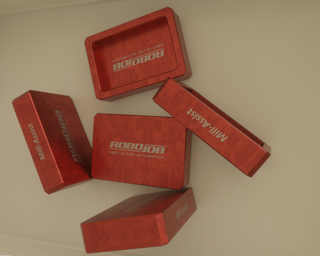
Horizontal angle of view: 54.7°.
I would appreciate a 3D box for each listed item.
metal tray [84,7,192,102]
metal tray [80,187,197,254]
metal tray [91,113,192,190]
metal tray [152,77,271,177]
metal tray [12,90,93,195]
[{"bbox_3d":[-0.031,-0.095,0.416,0.130,0.030,0.090,-14,85,19],"label":"metal tray"},{"bbox_3d":[-0.017,0.101,0.357,0.090,0.130,0.030,-13,86,19],"label":"metal tray"},{"bbox_3d":[-0.026,0.028,0.413,0.130,0.030,0.089,4,91,19],"label":"metal tray"},{"bbox_3d":[0.062,-0.004,0.351,0.130,0.090,0.030,40,103,15],"label":"metal tray"},{"bbox_3d":[-0.136,0.017,0.420,0.030,0.090,0.129,-26,82,17],"label":"metal tray"}]
